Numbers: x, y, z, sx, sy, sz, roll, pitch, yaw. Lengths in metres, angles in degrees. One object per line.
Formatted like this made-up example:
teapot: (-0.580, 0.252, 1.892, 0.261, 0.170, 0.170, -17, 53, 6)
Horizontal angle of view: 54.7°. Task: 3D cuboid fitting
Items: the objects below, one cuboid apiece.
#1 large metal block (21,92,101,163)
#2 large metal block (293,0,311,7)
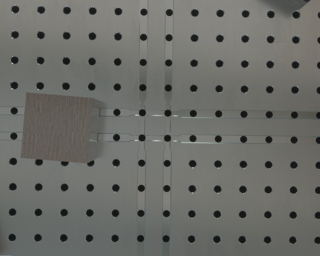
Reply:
large metal block: (-0.125, 0.000, 0.399, 0.081, 0.050, 0.079, 5, 90, -1)
large metal block: (0.185, -0.222, 0.403, 0.080, 0.050, 0.080, 32, 90, -1)
